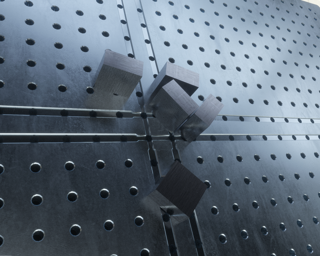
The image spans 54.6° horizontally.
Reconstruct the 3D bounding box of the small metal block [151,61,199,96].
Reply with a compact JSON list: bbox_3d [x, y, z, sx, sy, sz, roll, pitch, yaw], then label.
[{"bbox_3d":[0.021,-0.061,0.440,0.050,0.050,0.025,18,55,-18],"label":"small metal block"}]

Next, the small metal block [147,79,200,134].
[{"bbox_3d":[0.017,-0.028,0.418,0.050,0.050,0.025,47,51,5],"label":"small metal block"}]

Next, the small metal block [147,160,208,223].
[{"bbox_3d":[0.022,0.076,0.373,0.050,0.025,0.050,41,51,-1],"label":"small metal block"}]

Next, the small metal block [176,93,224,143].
[{"bbox_3d":[0.056,-0.013,0.430,0.025,0.050,0.050,42,51,0],"label":"small metal block"}]

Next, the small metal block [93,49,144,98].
[{"bbox_3d":[-0.055,-0.069,0.405,0.050,0.050,0.025,15,56,-20],"label":"small metal block"}]
